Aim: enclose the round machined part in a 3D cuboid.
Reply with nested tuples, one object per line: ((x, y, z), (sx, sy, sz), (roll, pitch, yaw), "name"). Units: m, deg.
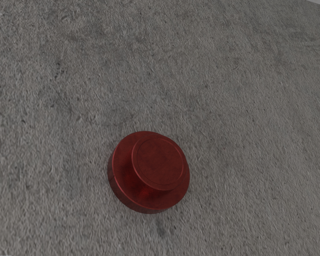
((-0.008, 0.046, 0.360), (0.099, 0.042, 0.098), (13, 56, -21), "round machined part")
